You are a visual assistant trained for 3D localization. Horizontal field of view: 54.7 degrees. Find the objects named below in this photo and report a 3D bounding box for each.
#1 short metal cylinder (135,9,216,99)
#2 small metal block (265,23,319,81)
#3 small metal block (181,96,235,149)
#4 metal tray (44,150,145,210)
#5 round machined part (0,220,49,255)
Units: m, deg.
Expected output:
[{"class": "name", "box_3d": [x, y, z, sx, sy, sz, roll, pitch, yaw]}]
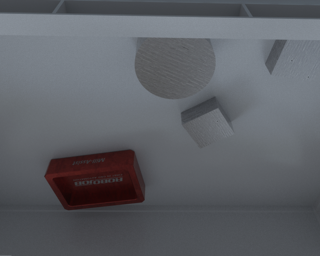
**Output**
[{"class": "short metal cylinder", "box_3d": [0.015, -0.077, 0.327, 0.081, 0.050, 0.079, 0, 130, 0]}, {"class": "small metal block", "box_3d": [0.152, -0.083, 0.341, 0.050, 0.025, 0.050, 7, 130, -7]}, {"class": "small metal block", "box_3d": [0.062, -0.006, 0.405, 0.050, 0.025, 0.050, -26, 126, 20]}, {"class": "metal tray", "box_3d": [-0.095, 0.082, 0.473, 0.131, 0.030, 0.089, -8, 130, 6]}, {"class": "round machined part", "box_3d": [-0.251, 0.197, 0.556, 0.099, 0.042, 0.097, -2, 144, -2]}]
